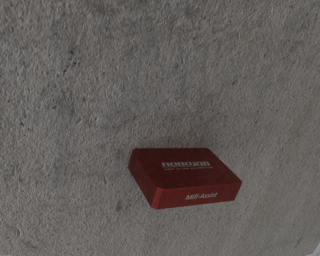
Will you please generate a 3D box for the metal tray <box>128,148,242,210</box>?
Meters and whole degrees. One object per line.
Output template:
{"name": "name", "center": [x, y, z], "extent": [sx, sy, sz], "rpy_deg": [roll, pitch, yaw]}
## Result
{"name": "metal tray", "center": [0.033, 0.063, 0.421], "extent": [0.131, 0.090, 0.030], "rpy_deg": [2, 118, -29]}
